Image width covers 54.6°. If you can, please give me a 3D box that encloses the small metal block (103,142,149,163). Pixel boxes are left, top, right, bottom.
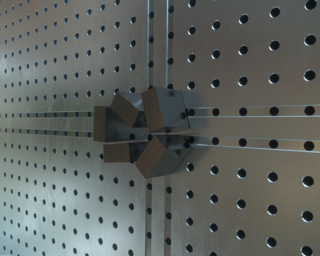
[{"bbox_3d":[-0.042,0.033,0.428,0.050,0.050,0.025,-6,86,40],"label":"small metal block"}]

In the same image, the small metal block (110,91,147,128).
[{"bbox_3d":[-0.030,-0.025,0.419,0.050,0.050,0.025,41,116,32],"label":"small metal block"}]

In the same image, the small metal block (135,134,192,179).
[{"bbox_3d":[0.004,0.035,0.390,0.025,0.050,0.050,50,120,29],"label":"small metal block"}]

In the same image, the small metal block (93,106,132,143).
[{"bbox_3d":[-0.068,-0.006,0.450,0.025,0.050,0.050,5,94,40],"label":"small metal block"}]

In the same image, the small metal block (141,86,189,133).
[{"bbox_3d":[0.007,-0.022,0.388,0.025,0.050,0.050,-21,76,38],"label":"small metal block"}]
